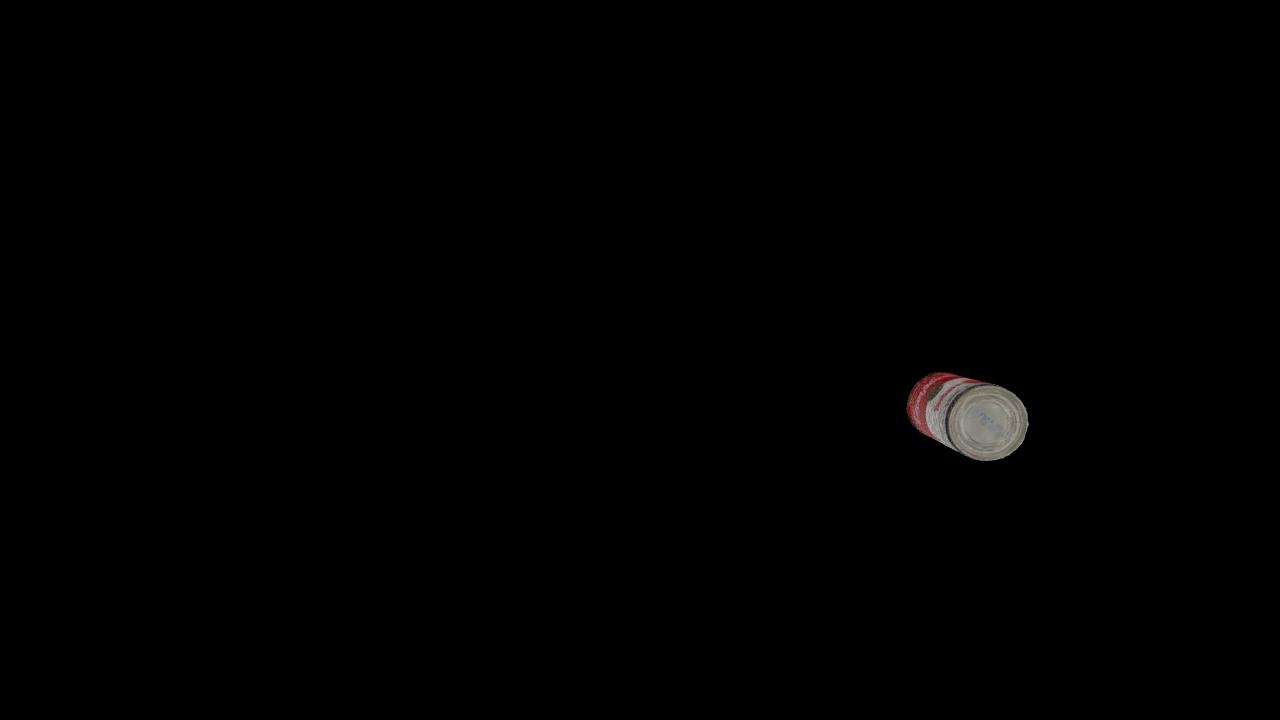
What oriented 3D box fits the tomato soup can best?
[{"bbox_3d":[0.296,0.050,0.564,0.068,0.068,0.101,0,5,5],"label":"tomato soup can"}]
